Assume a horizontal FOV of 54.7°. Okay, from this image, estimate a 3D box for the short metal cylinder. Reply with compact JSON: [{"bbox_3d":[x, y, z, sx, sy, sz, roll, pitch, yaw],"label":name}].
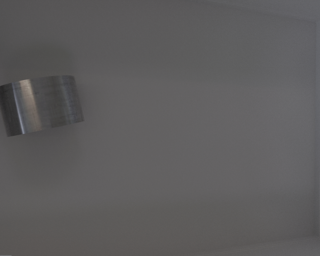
[{"bbox_3d":[-0.127,-0.024,0.334,0.081,0.080,0.050,-13,95,-20],"label":"short metal cylinder"}]
